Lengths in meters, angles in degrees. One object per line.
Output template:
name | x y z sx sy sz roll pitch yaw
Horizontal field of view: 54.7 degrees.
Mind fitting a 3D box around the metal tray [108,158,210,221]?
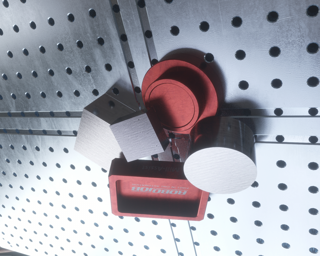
metal tray | -0.001 0.086 0.425 0.131 0.030 0.089 4 130 0

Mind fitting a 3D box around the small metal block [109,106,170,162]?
small metal block | -0.024 0.008 0.368 0.050 0.025 0.050 -18 106 23

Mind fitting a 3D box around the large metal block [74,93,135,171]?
large metal block | -0.067 0.011 0.437 0.080 0.050 0.079 31 128 8

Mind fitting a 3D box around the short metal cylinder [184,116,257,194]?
short metal cylinder | 0.071 0.033 0.363 0.080 0.050 0.079 7 133 8

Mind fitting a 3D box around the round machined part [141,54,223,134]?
round machined part | 0.021 -0.034 0.368 0.098 0.042 0.097 13 124 21
